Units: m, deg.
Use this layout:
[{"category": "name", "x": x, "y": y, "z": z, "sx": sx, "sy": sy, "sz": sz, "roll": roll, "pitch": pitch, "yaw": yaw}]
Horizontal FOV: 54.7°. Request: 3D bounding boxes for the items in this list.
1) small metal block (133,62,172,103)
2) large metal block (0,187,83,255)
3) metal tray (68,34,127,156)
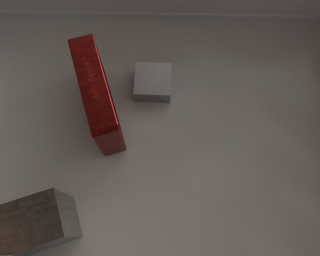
[{"category": "small metal block", "x": -0.010, "y": -0.064, "z": 0.433, "sx": 0.050, "sy": 0.025, "sz": 0.050, "roll": 2, "pitch": 70, "yaw": 0}, {"category": "large metal block", "x": -0.139, "y": 0.108, "z": 0.339, "sx": 0.081, "sy": 0.080, "sz": 0.050, "roll": -17, "pitch": 71, "yaw": -7}, {"category": "metal tray", "x": -0.077, "y": -0.038, "z": 0.388, "sx": 0.030, "sy": 0.090, "sz": 0.130, "roll": -16, "pitch": 71, "yaw": -6}]
